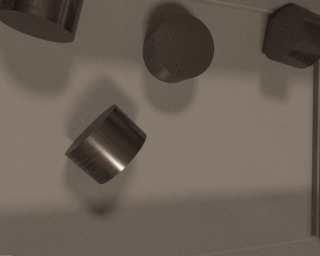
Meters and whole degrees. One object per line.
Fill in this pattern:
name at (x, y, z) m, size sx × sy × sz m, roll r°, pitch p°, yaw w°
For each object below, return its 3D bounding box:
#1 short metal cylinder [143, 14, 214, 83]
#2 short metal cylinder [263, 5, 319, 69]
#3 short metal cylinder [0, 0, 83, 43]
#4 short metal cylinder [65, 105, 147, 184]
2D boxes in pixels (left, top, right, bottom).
short metal cylinder at (0.023, -0.102, 0.407) m, size 0.081 × 0.050 × 0.079 m, roll 0°, pitch 90°, yaw -21°
short metal cylinder at (0.200, -0.133, 0.457) m, size 0.050 × 0.080 × 0.080 m, roll 11°, pitch 86°, yaw -20°
short metal cylinder at (-0.128, -0.132, 0.334) m, size 0.081 × 0.080 × 0.050 m, roll 13°, pitch 86°, yaw -20°
short metal cylinder at (-0.062, 0.018, 0.359) m, size 0.050 × 0.080 × 0.080 m, roll 46°, pitch 76°, yaw -15°
